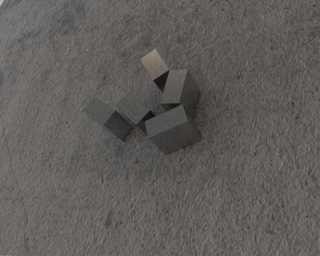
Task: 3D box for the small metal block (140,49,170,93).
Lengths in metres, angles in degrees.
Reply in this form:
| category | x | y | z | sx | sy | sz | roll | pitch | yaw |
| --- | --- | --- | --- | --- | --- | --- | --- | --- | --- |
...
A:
| category | x | y | z | sx | sy | sz | roll | pitch | yaw |
| --- | --- | --- | --- | --- | --- | --- | --- | --- | --- |
| small metal block | 0.003 | -0.073 | 0.431 | 0.025 | 0.050 | 0.050 | -33 | 52 | 7 |

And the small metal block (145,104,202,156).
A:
| category | x | y | z | sx | sy | sz | roll | pitch | yaw |
| --- | --- | --- | --- | --- | --- | --- | --- | --- | --- |
| small metal block | 0.017 | 0.004 | 0.377 | 0.050 | 0.050 | 0.025 | -24 | 53 | 13 |

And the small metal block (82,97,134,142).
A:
| category | x | y | z | sx | sy | sz | roll | pitch | yaw |
| --- | --- | --- | --- | --- | --- | --- | --- | --- | --- |
| small metal block | -0.072 | -0.012 | 0.433 | 0.050 | 0.050 | 0.025 | 30 | 78 | 37 |

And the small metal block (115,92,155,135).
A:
| category | x | y | z | sx | sy | sz | roll | pitch | yaw |
| --- | --- | --- | --- | --- | --- | --- | --- | --- | --- |
| small metal block | -0.025 | -0.014 | 0.409 | 0.025 | 0.050 | 0.050 | -47 | 51 | -4 |

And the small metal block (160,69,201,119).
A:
| category | x | y | z | sx | sy | sz | roll | pitch | yaw |
| --- | --- | --- | --- | --- | --- | --- | --- | --- | --- |
| small metal block | 0.028 | -0.039 | 0.398 | 0.025 | 0.050 | 0.050 | 1 | 62 | 29 |
